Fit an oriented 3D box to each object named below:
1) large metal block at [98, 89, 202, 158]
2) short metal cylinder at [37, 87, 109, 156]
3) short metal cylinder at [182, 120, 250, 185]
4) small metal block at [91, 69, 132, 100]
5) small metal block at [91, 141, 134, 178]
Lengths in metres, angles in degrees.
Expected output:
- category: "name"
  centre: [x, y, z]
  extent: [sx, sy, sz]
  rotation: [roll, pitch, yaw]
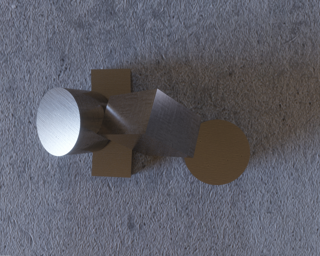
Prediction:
- category: "large metal block"
  centre: [-0.011, -0.002, 0.365]
  extent: [0.080, 0.080, 0.050]
  rotation: [29, 68, -42]
- category: "short metal cylinder"
  centre: [-0.105, -0.008, 0.379]
  extent: [0.080, 0.050, 0.079]
  rotation: [1, 91, 35]
- category: "short metal cylinder"
  centre: [0.069, 0.029, 0.400]
  extent: [0.081, 0.050, 0.079]
  rotation: [0, 90, -1]
- category: "small metal block"
  centre: [-0.063, -0.051, 0.410]
  extent: [0.050, 0.025, 0.050]
  rotation: [-1, 90, -1]
- category: "small metal block"
  centre: [-0.062, 0.038, 0.410]
  extent: [0.050, 0.025, 0.050]
  rotation: [3, 90, -1]
